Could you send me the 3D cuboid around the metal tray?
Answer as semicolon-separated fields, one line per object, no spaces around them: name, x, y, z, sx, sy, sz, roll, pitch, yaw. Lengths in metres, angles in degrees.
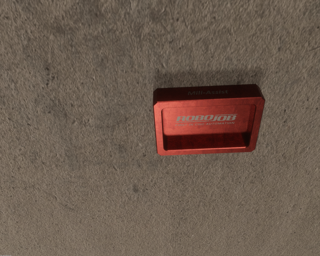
metal tray;0.059;-0.008;0.397;0.131;0.030;0.089;-3;130;1
